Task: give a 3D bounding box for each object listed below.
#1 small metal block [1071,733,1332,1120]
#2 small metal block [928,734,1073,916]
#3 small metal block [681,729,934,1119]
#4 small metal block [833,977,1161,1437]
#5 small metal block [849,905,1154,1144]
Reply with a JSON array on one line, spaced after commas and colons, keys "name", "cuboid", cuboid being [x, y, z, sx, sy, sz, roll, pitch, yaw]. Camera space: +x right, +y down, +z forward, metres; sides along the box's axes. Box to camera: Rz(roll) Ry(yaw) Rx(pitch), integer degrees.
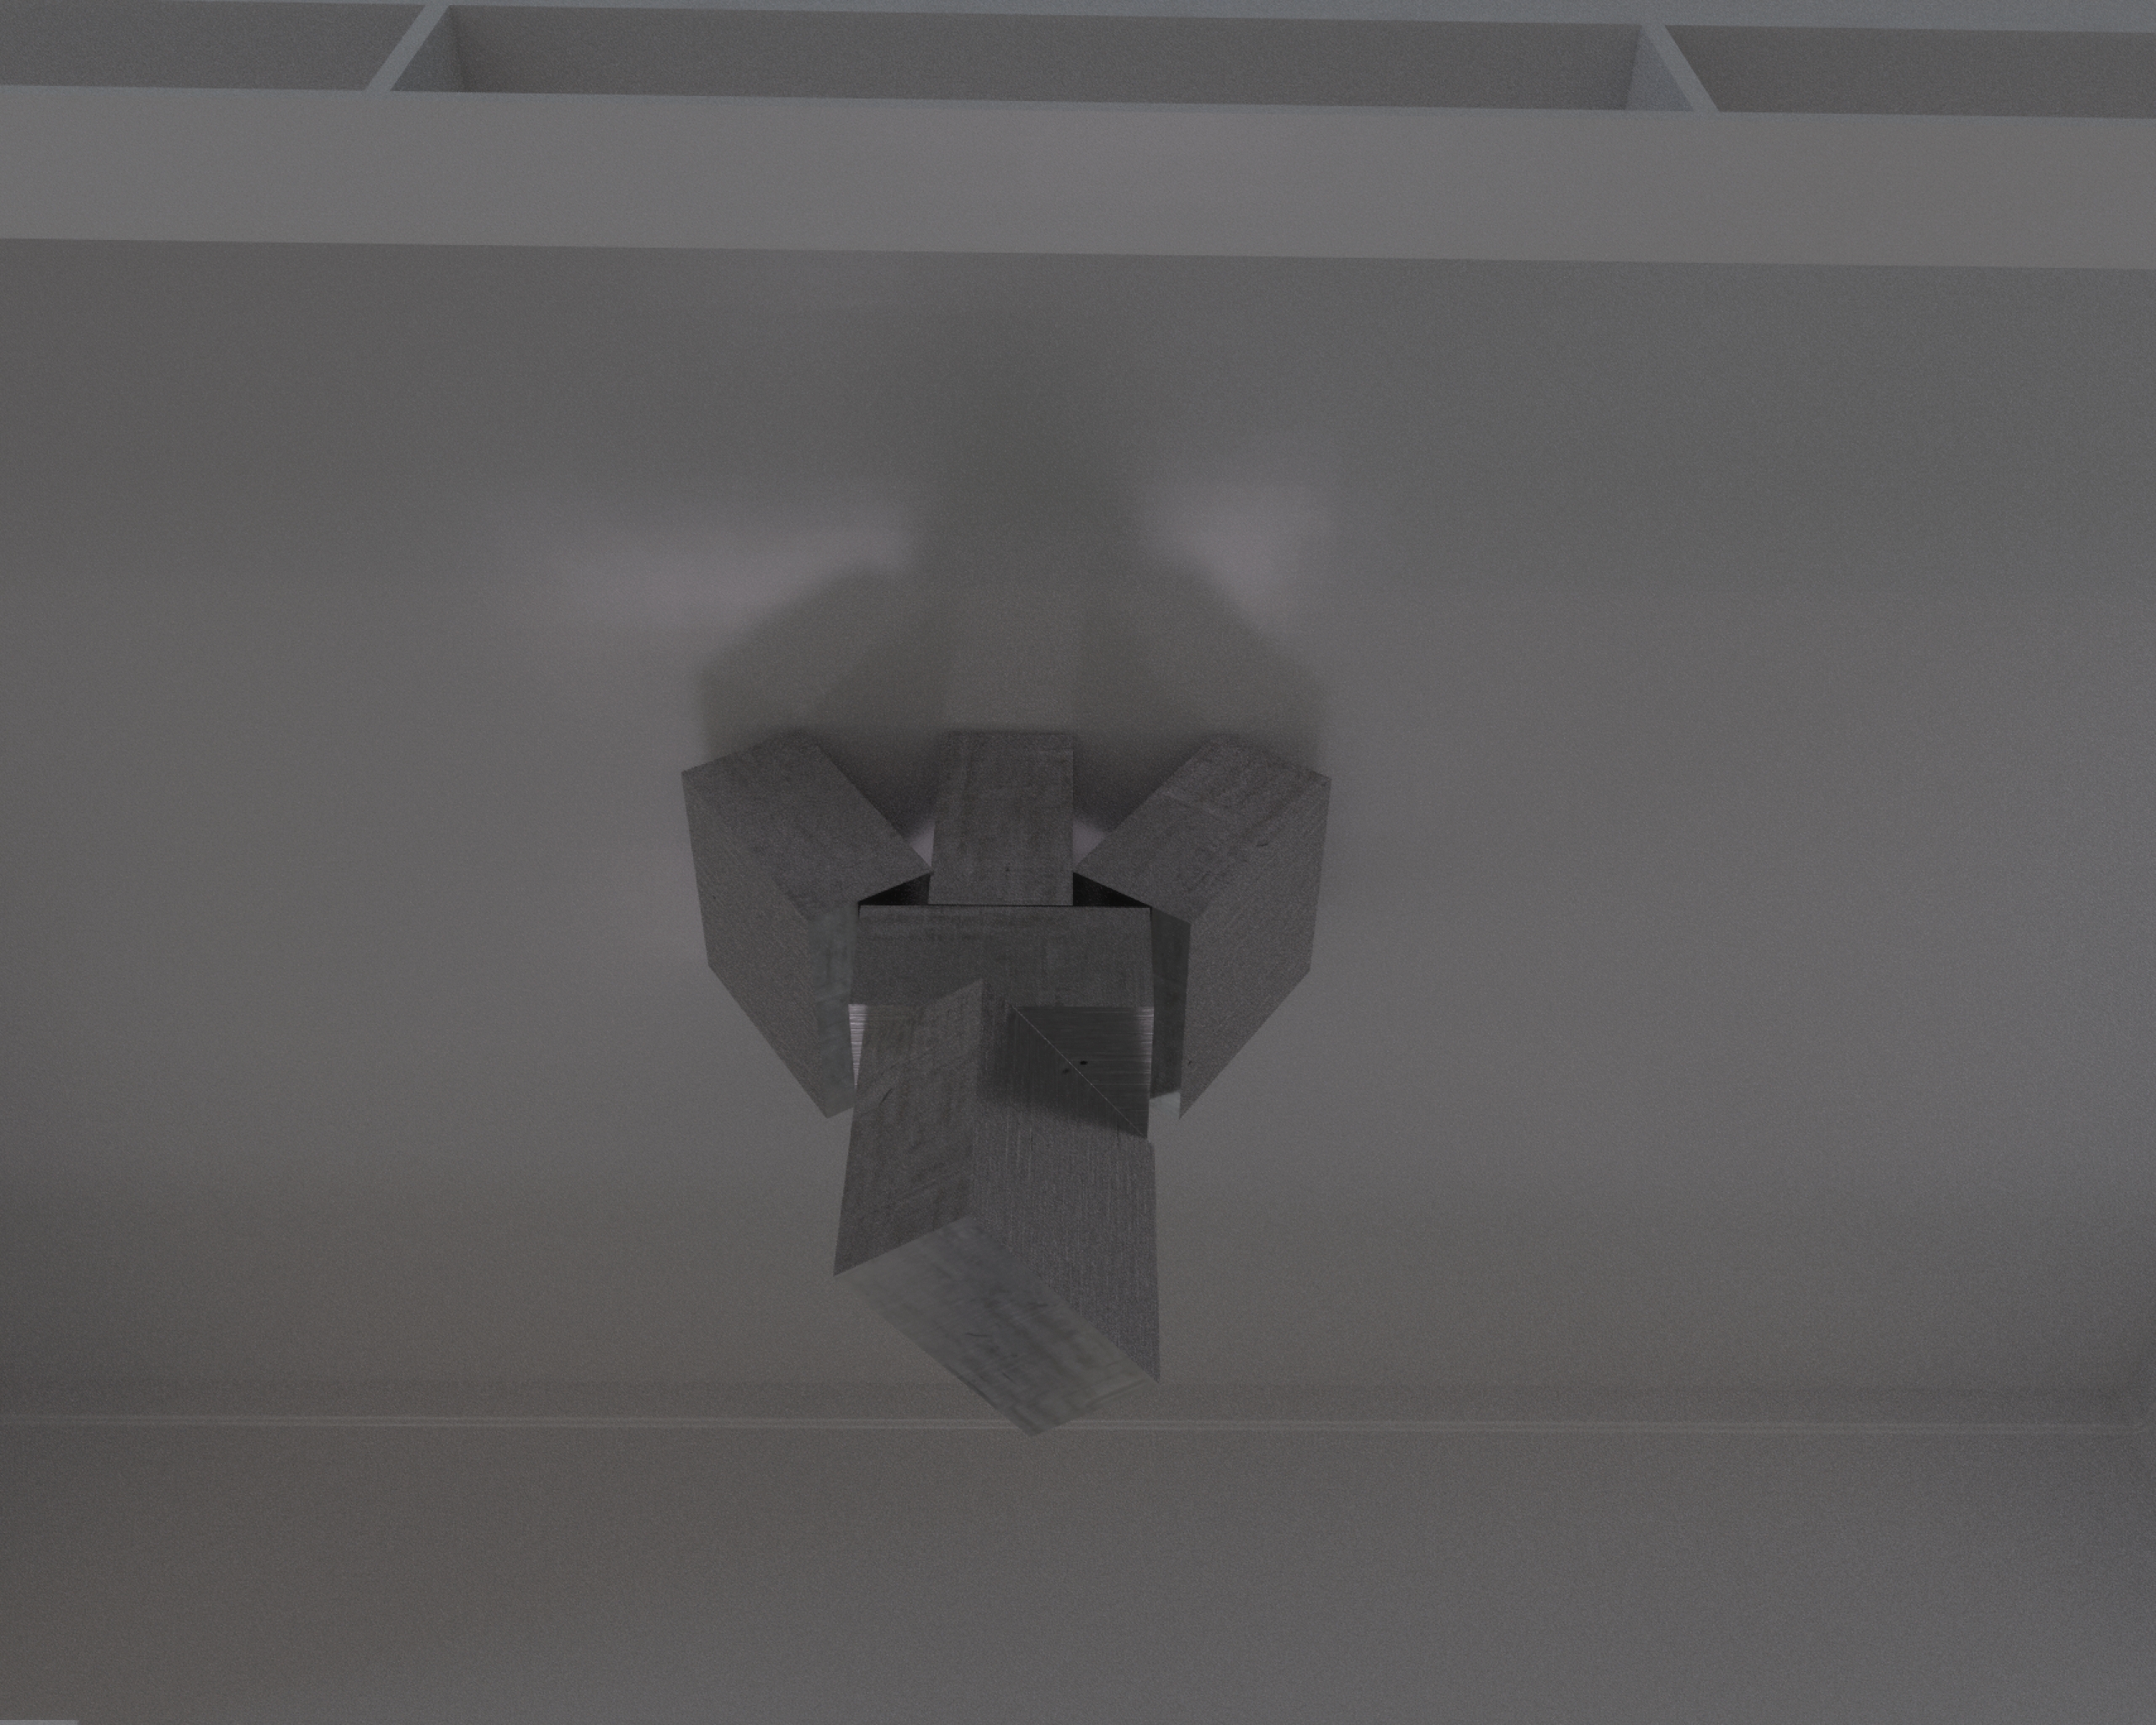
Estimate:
[{"name": "small metal block", "cuboid": [0.023, 0.012, 0.398, 0.025, 0.050, 0.050, 24, 135, 25]}, {"name": "small metal block", "cuboid": [-0.014, 0.010, 0.398, 0.025, 0.050, 0.050, 1, 130, -1]}, {"name": "small metal block", "cuboid": [-0.050, 0.011, 0.395, 0.025, 0.050, 0.050, -23, 136, -25]}, {"name": "small metal block", "cuboid": [-0.012, 0.056, 0.338, 0.025, 0.050, 0.050, -28, 125, 22]}, {"name": "small metal block", "cuboid": [-0.013, 0.035, 0.369, 0.050, 0.025, 0.050, 0, 130, -1]}]
